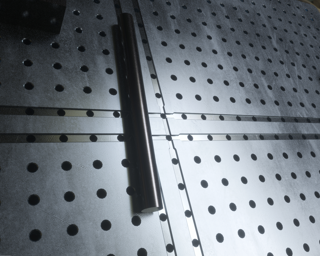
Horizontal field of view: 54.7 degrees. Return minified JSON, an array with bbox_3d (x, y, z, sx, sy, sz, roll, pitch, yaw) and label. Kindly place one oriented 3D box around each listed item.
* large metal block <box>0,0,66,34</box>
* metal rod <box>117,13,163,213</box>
[{"bbox_3d":[-0.171,-0.180,0.410,0.081,0.050,0.080,5,60,-26],"label":"large metal block"},{"bbox_3d":[-0.031,-0.039,0.416,0.025,0.025,0.299,5,60,-26],"label":"metal rod"}]
